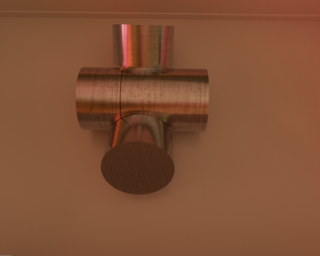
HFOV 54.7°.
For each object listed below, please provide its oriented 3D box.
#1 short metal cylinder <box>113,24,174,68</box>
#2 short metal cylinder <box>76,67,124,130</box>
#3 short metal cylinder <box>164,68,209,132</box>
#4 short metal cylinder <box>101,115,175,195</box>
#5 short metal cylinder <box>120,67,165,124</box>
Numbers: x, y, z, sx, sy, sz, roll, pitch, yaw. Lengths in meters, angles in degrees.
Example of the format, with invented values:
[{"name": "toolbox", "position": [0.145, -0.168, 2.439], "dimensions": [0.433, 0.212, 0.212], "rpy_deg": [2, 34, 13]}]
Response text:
[{"name": "short metal cylinder", "position": [-0.022, -0.110, 0.411], "dimensions": [0.080, 0.080, 0.050], "rpy_deg": [2, 108, 0]}, {"name": "short metal cylinder", "position": [-0.070, -0.037, 0.392], "dimensions": [0.050, 0.080, 0.080], "rpy_deg": [1, 70, 1]}, {"name": "short metal cylinder", "position": [0.031, -0.035, 0.392], "dimensions": [0.050, 0.080, 0.080], "rpy_deg": [1, 70, 1]}, {"name": "short metal cylinder", "position": [-0.024, 0.031, 0.359], "dimensions": [0.081, 0.079, 0.050], "rpy_deg": [0, 36, 0]}, {"name": "short metal cylinder", "position": [-0.019, -0.036, 0.391], "dimensions": [0.050, 0.080, 0.080], "rpy_deg": [1, 70, 1]}]
